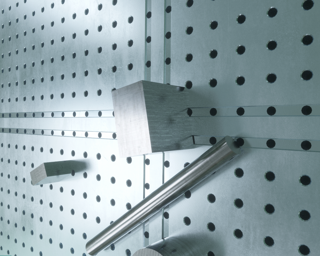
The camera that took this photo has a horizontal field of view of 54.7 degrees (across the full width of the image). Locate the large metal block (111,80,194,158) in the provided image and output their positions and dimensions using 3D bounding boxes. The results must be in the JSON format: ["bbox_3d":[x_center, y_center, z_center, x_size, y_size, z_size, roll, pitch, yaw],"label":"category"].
[{"bbox_3d":[-0.007,-0.009,0.378,0.050,0.081,0.080,-13,82,39],"label":"large metal block"}]

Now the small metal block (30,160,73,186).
[{"bbox_3d":[-0.192,0.079,0.548,0.050,0.050,0.025,-30,71,35],"label":"small metal block"}]

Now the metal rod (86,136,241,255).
[{"bbox_3d":[-0.014,0.105,0.418,0.299,0.025,0.025,-43,65,31],"label":"metal rod"}]

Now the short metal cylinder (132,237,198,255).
[{"bbox_3d":[0.006,0.183,0.386,0.080,0.050,0.079,0,90,39],"label":"short metal cylinder"}]
